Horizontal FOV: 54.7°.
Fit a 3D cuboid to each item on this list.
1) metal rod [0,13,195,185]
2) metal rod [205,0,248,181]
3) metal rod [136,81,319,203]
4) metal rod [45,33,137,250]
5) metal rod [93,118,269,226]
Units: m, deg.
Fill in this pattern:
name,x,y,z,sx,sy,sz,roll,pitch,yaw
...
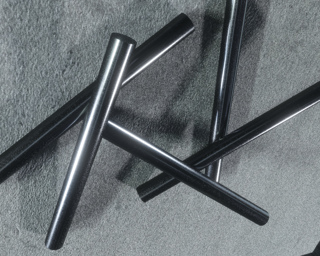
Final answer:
name,x,y,z,sx,sy,sz,roll,pitch,yaw
metal rod,-0.086,-0.026,0.343,0.301,0.025,0.025,-39,129,-2
metal rod,0.087,-0.032,0.434,0.025,0.025,0.298,-12,124,-22
metal rod,0.101,0.021,0.439,0.301,0.025,0.025,-31,130,6
metal rod,-0.089,0.037,0.357,0.025,0.025,0.298,7,122,-32
metal rod,0.041,0.065,0.420,0.301,0.025,0.025,32,101,-23
